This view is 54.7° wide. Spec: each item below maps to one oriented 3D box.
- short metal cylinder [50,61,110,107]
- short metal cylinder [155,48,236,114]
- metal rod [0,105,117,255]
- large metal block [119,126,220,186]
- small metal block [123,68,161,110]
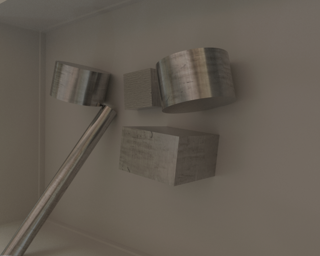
[{"bbox_3d":[-0.120,-0.067,0.467,0.080,0.081,0.050,23,105,37],"label":"short metal cylinder"},{"bbox_3d":[0.038,-0.048,0.338,0.080,0.081,0.050,-13,82,39],"label":"short metal cylinder"},{"bbox_3d":[-0.153,0.096,0.436,0.025,0.025,0.300,21,73,38],"label":"metal rod"},{"bbox_3d":[0.011,0.028,0.360,0.080,0.081,0.050,10,96,39],"label":"large metal block"},{"bbox_3d":[-0.023,-0.051,0.423,0.050,0.025,0.050,-4,87,39],"label":"small metal block"}]
